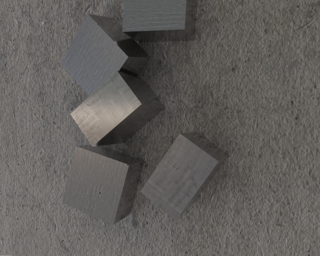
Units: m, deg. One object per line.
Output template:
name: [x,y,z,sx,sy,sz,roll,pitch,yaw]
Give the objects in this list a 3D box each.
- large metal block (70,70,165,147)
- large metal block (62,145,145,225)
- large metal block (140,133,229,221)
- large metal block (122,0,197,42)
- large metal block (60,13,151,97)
large metal block: [-0.051,-0.022,0.398,0.080,0.080,0.050,-40,78,16]
large metal block: [-0.076,0.073,0.423,0.080,0.050,0.080,17,96,19]
large metal block: [0.033,0.052,0.368,0.050,0.080,0.080,37,102,16]
large metal block: [0.002,-0.157,0.395,0.080,0.050,0.079,4,91,19]
large metal block: [-0.073,-0.090,0.412,0.080,0.050,0.080,48,120,13]
